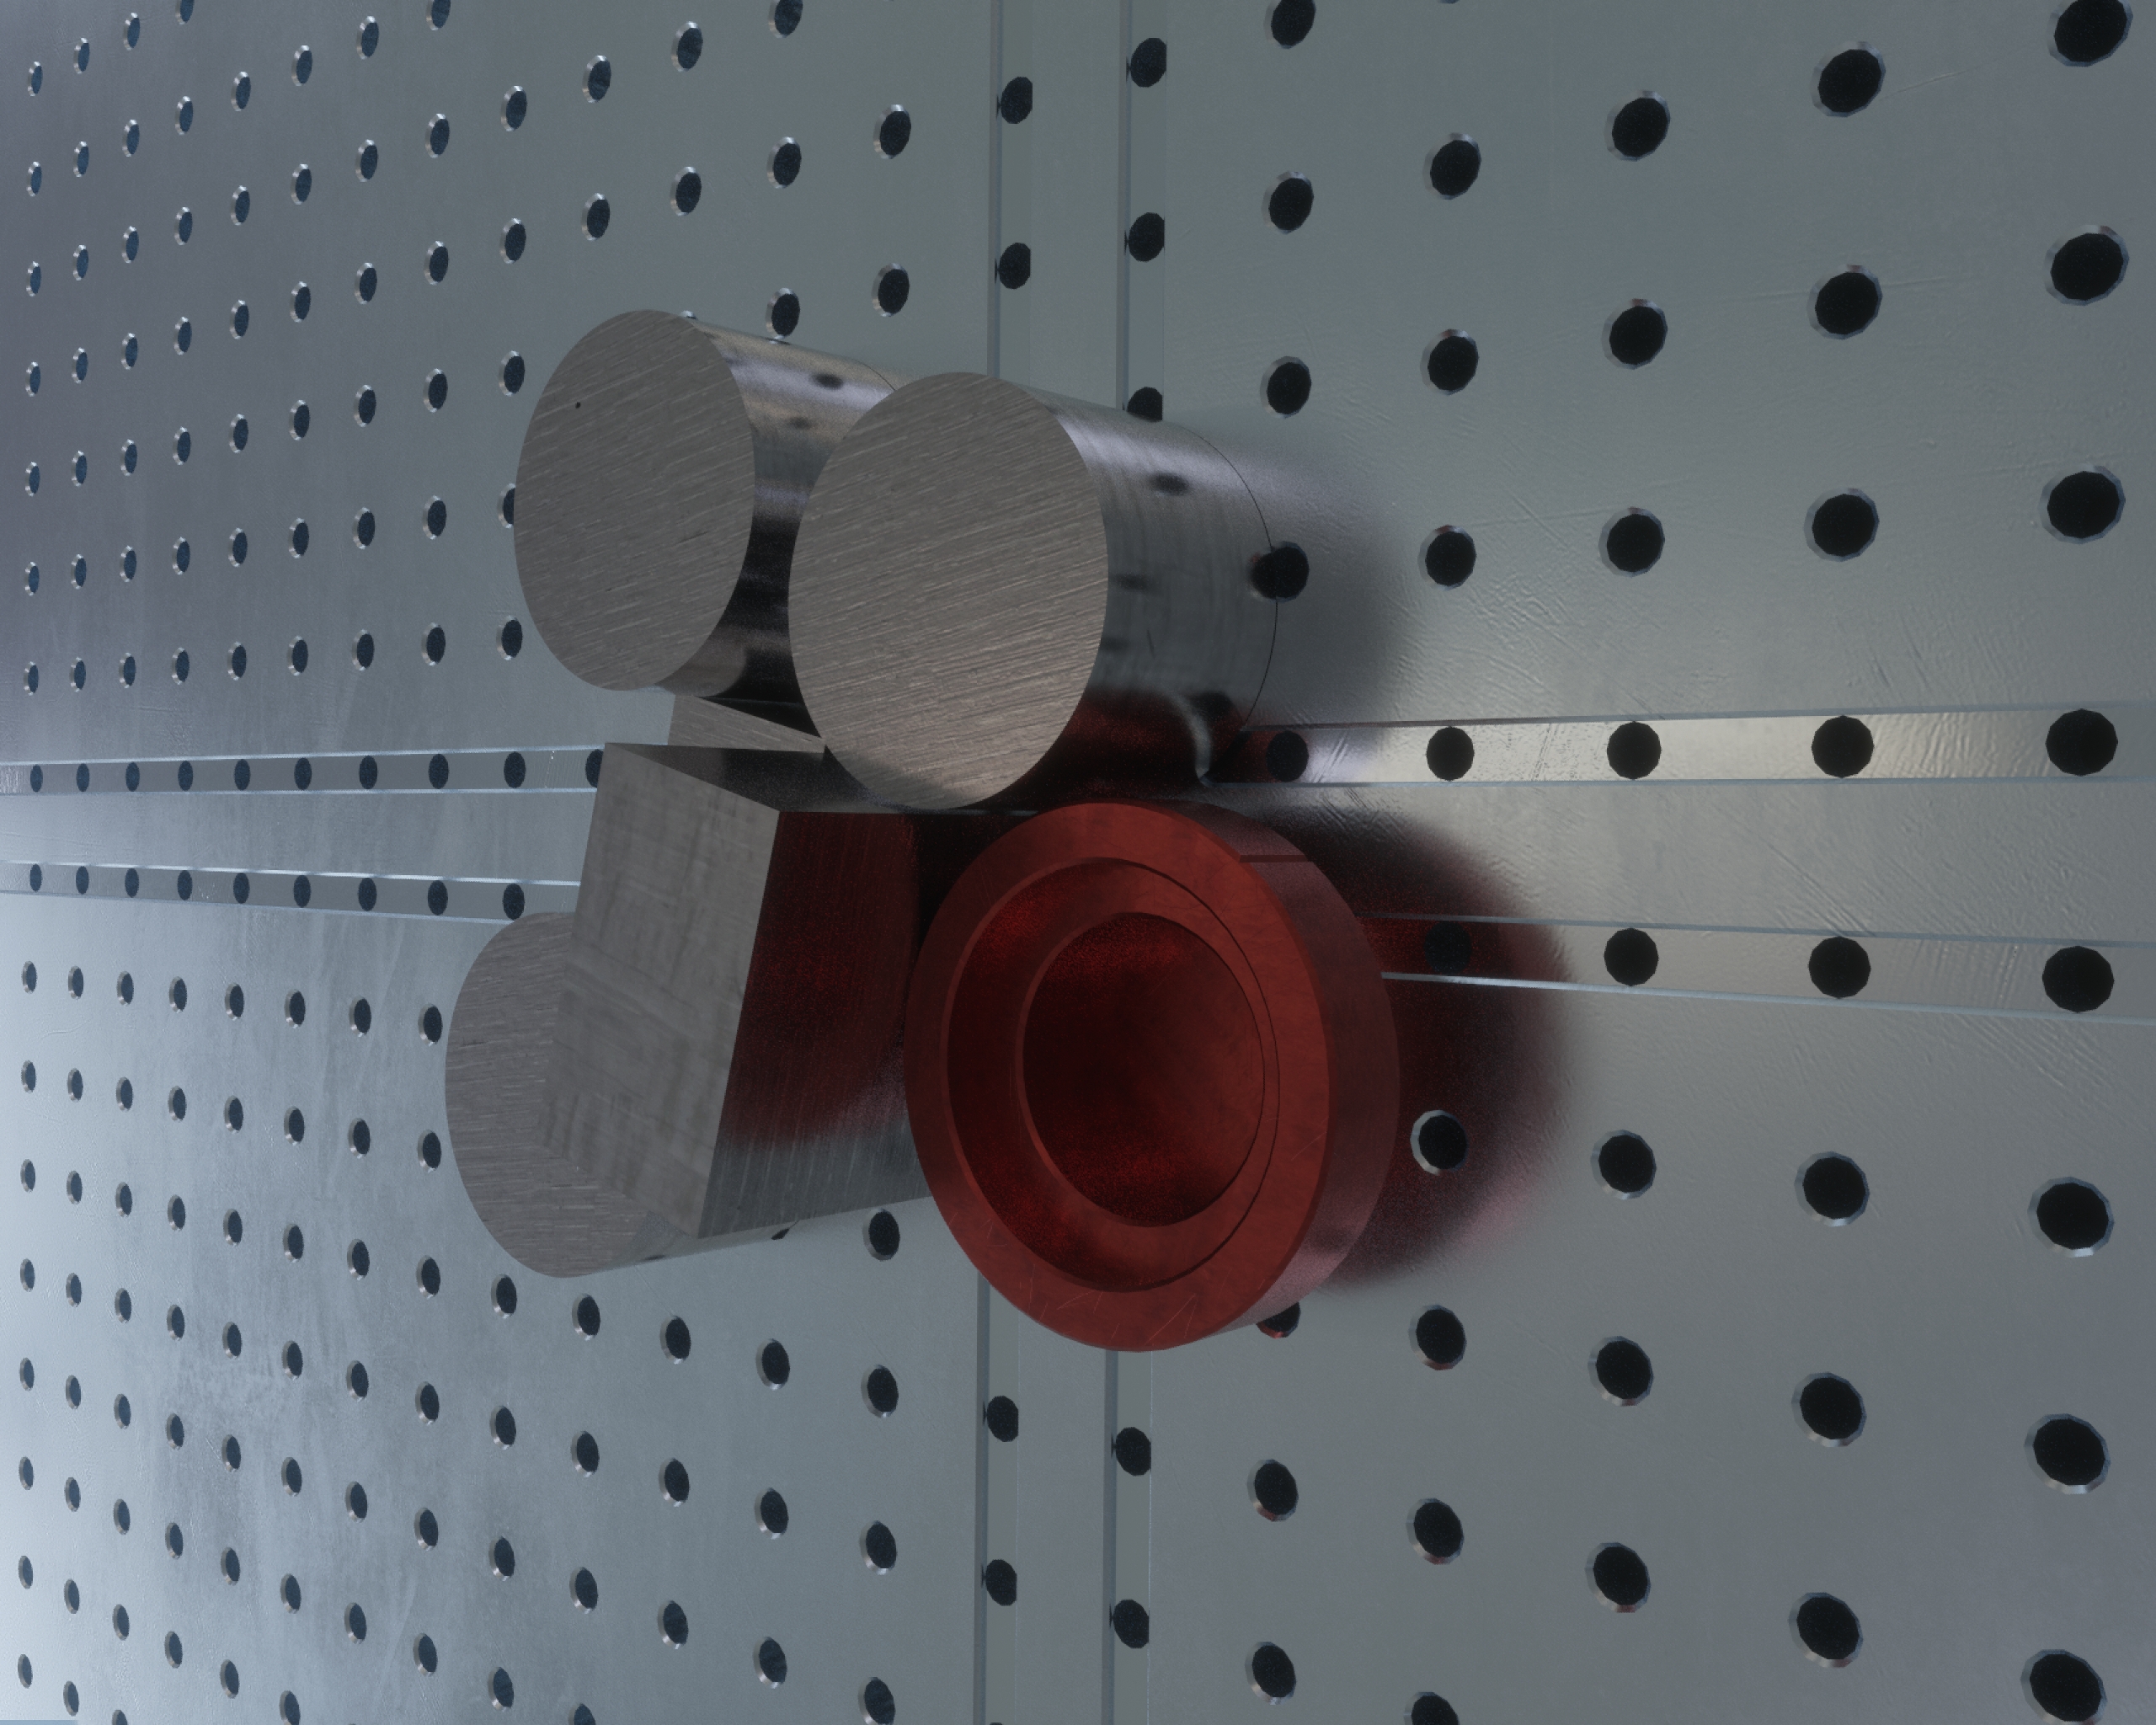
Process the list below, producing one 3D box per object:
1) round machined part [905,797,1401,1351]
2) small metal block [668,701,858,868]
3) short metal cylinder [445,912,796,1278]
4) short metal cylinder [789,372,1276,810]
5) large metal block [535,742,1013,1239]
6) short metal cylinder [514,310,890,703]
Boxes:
[{"bbox_3d":[0.018,0.037,0.384,0.098,0.042,0.097,0,90,40],"label":"round machined part"},{"bbox_3d":[-0.068,-0.008,0.465,0.050,0.025,0.050,19,102,38],"label":"small metal block"},{"bbox_3d":[-0.099,0.051,0.475,0.080,0.050,0.080,0,90,40],"label":"short metal cylinder"},{"bbox_3d":[-0.009,-0.050,0.401,0.080,0.050,0.080,0,90,40],"label":"short metal cylinder"},{"bbox_3d":[-0.053,0.022,0.413,0.050,0.081,0.079,20,103,38],"label":"large metal block"},{"bbox_3d":[-0.079,-0.076,0.458,0.080,0.050,0.080,0,90,40],"label":"short metal cylinder"}]
